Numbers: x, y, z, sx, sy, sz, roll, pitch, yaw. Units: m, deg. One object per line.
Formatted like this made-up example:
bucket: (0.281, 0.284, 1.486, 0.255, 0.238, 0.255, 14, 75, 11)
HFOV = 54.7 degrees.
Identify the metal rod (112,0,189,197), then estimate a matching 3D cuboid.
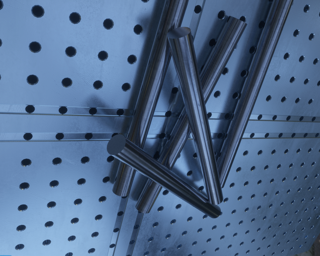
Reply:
metal rod: (-0.013, -0.042, 0.379, 0.025, 0.025, 0.298, 4, 117, -31)

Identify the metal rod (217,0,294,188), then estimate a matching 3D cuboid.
metal rod: (0.128, -0.036, 0.460, 0.025, 0.025, 0.298, -1, 119, -28)

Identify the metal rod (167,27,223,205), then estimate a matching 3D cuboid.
metal rod: (0.056, 0.009, 0.416, 0.025, 0.025, 0.299, -28, 131, -11)

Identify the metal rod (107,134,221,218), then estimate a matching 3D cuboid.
metal rod: (0.026, 0.085, 0.450, 0.025, 0.025, 0.300, -45, 139, 3)

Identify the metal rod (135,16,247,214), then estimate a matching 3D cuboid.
metal rod: (0.035, -0.006, 0.428, 0.025, 0.025, 0.298, 13, 112, -34)
